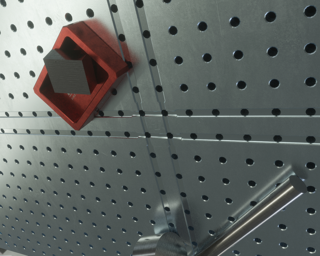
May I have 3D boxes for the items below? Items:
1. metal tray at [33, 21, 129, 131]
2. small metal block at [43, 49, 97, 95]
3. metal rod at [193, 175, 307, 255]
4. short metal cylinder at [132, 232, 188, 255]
[{"bbox_3d":[-0.112,-0.066,0.423,0.090,0.030,0.129,43,129,-3],"label":"metal tray"},{"bbox_3d":[-0.113,-0.071,0.396,0.050,0.025,0.050,4,132,10],"label":"small metal block"},{"bbox_3d":[0.101,0.164,0.458,0.025,0.025,0.298,36,129,4],"label":"metal rod"},{"bbox_3d":[0.001,0.215,0.506,0.050,0.080,0.080,-24,106,36],"label":"short metal cylinder"}]
